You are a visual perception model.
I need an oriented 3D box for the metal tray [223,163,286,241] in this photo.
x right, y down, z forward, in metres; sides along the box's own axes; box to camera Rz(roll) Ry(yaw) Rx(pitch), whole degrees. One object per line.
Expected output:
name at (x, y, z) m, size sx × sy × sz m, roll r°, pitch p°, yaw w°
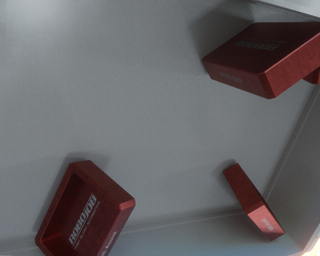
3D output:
metal tray at (0.162, 0.128, 0.530) m, size 0.030 × 0.090 × 0.130 m, roll -34°, pitch 130°, yaw 10°

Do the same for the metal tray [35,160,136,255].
metal tray at (-0.096, 0.117, 0.382) m, size 0.030 × 0.090 × 0.129 m, roll -1°, pitch 122°, yaw -61°

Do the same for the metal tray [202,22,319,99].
metal tray at (0.115, -0.082, 0.350) m, size 0.090 × 0.130 × 0.030 m, roll -35°, pitch 115°, yaw -5°

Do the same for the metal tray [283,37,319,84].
metal tray at (0.237, -0.099, 0.420) m, size 0.131 × 0.090 × 0.030 m, roll -12°, pitch 120°, yaw -11°
